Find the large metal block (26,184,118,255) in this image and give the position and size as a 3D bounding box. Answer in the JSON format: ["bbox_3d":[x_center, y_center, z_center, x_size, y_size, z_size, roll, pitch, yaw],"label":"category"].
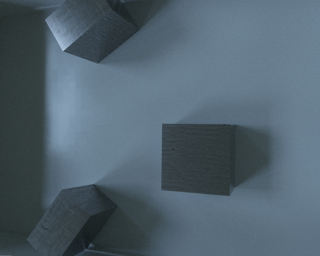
[{"bbox_3d":[-0.114,0.126,0.417,0.050,0.080,0.080,37,95,16],"label":"large metal block"}]

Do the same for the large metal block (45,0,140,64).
[{"bbox_3d":[-0.086,-0.137,0.412,0.080,0.080,0.050,-34,79,17],"label":"large metal block"}]

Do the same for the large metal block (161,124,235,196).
[{"bbox_3d":[0.049,0.035,0.380,0.080,0.050,0.080,1,90,20],"label":"large metal block"}]
